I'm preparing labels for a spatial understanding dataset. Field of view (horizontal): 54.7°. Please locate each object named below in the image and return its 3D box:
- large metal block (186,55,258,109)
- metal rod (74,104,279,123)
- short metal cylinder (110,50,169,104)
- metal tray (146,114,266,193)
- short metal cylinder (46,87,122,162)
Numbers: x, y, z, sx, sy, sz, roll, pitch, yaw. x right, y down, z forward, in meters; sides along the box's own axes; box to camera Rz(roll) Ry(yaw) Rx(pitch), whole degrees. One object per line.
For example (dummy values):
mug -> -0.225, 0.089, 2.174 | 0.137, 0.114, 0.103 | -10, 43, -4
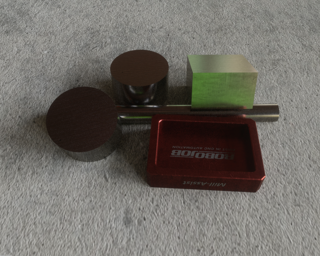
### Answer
large metal block -> 0.080, -0.066, 0.428 | 0.081, 0.050, 0.080 | 0, 29, -1
metal rod -> 0.008, -0.019, 0.422 | 0.302, 0.025, 0.025 | -1, 50, -1
short metal cylinder -> -0.028, -0.068, 0.446 | 0.081, 0.050, 0.080 | 0, 49, 0
metal tray -> 0.053, 0.028, 0.377 | 0.131, 0.030, 0.090 | 3, 50, 2
short metal cylinder -> -0.089, -0.003, 0.374 | 0.081, 0.050, 0.080 | 0, 71, -1
